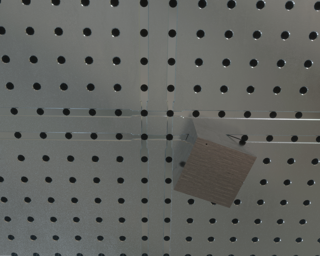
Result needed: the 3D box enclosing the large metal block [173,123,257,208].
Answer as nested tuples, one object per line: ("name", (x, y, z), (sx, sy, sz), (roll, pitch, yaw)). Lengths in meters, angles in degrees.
("large metal block", (0.070, 0.050, 0.419), (0.080, 0.050, 0.080), (19, 109, -7))
